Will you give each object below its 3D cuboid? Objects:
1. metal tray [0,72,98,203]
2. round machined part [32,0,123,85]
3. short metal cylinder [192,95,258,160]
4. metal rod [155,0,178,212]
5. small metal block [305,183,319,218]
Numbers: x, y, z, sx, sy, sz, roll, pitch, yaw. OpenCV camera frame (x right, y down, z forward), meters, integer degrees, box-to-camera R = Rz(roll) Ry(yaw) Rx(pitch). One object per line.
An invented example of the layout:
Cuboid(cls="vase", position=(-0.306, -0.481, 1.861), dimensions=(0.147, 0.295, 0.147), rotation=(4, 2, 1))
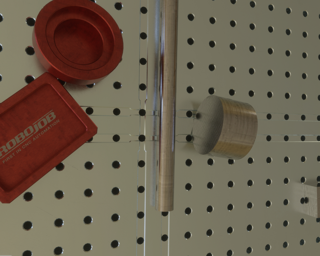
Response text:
Cuboid(cls="metal tray", position=(-0.150, 0.009, 0.354), dimensions=(0.130, 0.030, 0.090), rotation=(-41, 103, -16))
Cuboid(cls="round machined part", position=(-0.096, -0.097, 0.361), dimensions=(0.099, 0.042, 0.098), rotation=(6, 77, -28))
Cuboid(cls="short metal cylinder", position=(0.085, 0.000, 0.416), dimensions=(0.050, 0.080, 0.080), rotation=(11, 86, -20))
Cuboid(cls="metal rod", position=(0.009, -0.040, 0.417), dimensions=(0.025, 0.025, 0.298), rotation=(2, 90, -20))
Cuboid(cls="small metal block", position=(0.271, 0.118, 0.515), dimensions=(0.050, 0.025, 0.050), rotation=(-2, 91, -20))
